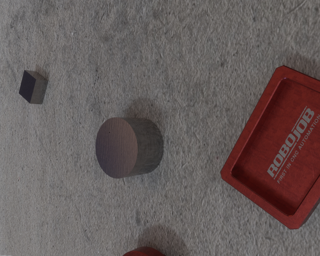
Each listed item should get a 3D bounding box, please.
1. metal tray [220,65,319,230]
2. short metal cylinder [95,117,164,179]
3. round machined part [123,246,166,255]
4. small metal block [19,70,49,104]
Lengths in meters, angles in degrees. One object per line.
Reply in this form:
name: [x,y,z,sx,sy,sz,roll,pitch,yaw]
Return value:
metal tray: [0.126,0.017,0.296,0.090,0.030,0.129,36,112,33]
short metal cylinder: [-0.042,0.026,0.421,0.080,0.050,0.079,0,90,39]
round machined part: [-0.010,0.203,0.400,0.098,0.042,0.097,0,90,39]
small metal block: [-0.248,-0.080,0.605,0.050,0.025,0.050,34,111,34]
